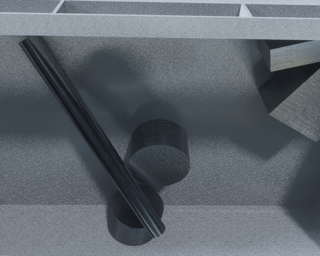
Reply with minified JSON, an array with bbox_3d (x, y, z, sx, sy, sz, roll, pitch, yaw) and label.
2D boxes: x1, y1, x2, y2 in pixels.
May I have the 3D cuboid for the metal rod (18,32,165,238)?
[{"bbox_3d":[-0.071,0.025,0.384,0.025,0.025,0.299,-22,113,17],"label":"metal rod"}]

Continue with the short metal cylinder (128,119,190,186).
[{"bbox_3d":[-0.001,0.035,0.422,0.081,0.050,0.079,-1,130,0],"label":"short metal cylinder"}]

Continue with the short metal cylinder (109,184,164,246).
[{"bbox_3d":[-0.038,0.136,0.488,0.081,0.080,0.050,8,130,-7],"label":"short metal cylinder"}]

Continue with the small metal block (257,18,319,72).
[{"bbox_3d":[0.133,-0.087,0.321,0.050,0.050,0.025,-11,129,8],"label":"small metal block"}]

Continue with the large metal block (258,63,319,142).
[{"bbox_3d":[0.178,-0.041,0.361,0.080,0.050,0.080,26,125,-21],"label":"large metal block"}]
